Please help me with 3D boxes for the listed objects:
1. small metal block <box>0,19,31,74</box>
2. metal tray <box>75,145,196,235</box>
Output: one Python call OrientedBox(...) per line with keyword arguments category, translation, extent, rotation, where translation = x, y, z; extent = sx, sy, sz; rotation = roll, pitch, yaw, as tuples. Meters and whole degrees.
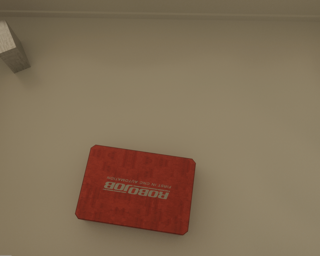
OrientedBox(category="small metal block", translation=(-0.211, -0.114, 0.435), extent=(0.025, 0.050, 0.050), rotation=(-25, 72, -9))
OrientedBox(category="metal tray", translation=(-0.027, 0.075, 0.379), extent=(0.131, 0.030, 0.090), rotation=(8, 70, 2))
